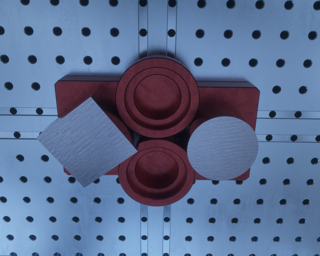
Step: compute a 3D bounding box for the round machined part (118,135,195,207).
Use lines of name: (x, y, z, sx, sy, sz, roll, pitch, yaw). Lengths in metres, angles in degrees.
round machined part: (-0.004, 0.052, 0.414, 0.099, 0.042, 0.097, 0, 110, 0)

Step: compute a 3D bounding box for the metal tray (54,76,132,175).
metal tray: (-0.083, -0.002, 0.409, 0.091, 0.030, 0.129, 0, 110, -2)

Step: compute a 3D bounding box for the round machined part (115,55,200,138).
round machined part: (-0.003, -0.040, 0.380, 0.099, 0.042, 0.097, 0, 110, 0)

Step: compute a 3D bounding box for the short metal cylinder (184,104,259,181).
short metal cylinder: (0.071, 0.016, 0.374, 0.081, 0.050, 0.079, 0, 110, 0)

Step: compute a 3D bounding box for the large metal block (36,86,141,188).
large metal block: (-0.081, 0.010, 0.371, 0.080, 0.050, 0.080, -35, 107, 12)

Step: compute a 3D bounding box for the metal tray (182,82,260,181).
metal tray: (0.076, 0.006, 0.411, 0.091, 0.030, 0.129, 1, 110, -1)
